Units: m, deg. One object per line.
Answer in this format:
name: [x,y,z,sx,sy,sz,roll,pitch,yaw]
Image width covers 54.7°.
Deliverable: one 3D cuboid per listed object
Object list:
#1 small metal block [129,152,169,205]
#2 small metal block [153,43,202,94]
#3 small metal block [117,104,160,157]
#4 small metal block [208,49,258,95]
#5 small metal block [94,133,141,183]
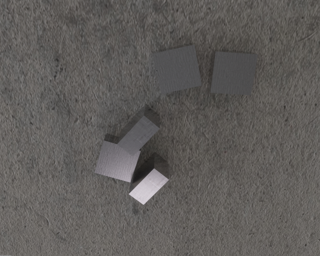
small metal block: [-0.014,0.067,0.421,0.025,0.050,0.050,40,105,-13]
small metal block: [0.021,-0.074,0.383,0.050,0.025,0.050,-12,110,4]
small metal block: [-0.026,0.002,0.397,0.025,0.050,0.050,40,105,-13]
small metal block: [0.089,-0.070,0.385,0.050,0.025,0.050,4,110,-2]
small metal block: [-0.057,0.041,0.424,0.050,0.025,0.050,17,109,-6]
